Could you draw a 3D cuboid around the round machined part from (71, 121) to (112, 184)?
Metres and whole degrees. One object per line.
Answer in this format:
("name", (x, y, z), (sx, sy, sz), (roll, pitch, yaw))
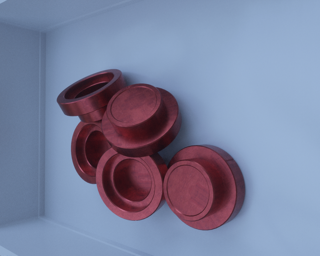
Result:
("round machined part", (-0.086, 0.032, 0.461), (0.098, 0.042, 0.097), (0, 90, 39))

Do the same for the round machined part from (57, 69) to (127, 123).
("round machined part", (-0.092, -0.043, 0.444), (0.098, 0.098, 0.042), (4, 128, 39))

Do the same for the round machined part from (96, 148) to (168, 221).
("round machined part", (-0.031, 0.066, 0.402), (0.098, 0.042, 0.097), (3, 97, 26))

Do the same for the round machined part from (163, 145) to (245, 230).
("round machined part", (0.043, 0.068, 0.356), (0.098, 0.042, 0.097), (0, 90, 39))

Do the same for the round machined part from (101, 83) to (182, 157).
("round machined part", (-0.026, -0.016, 0.377), (0.098, 0.042, 0.098), (-9, 50, 11))
